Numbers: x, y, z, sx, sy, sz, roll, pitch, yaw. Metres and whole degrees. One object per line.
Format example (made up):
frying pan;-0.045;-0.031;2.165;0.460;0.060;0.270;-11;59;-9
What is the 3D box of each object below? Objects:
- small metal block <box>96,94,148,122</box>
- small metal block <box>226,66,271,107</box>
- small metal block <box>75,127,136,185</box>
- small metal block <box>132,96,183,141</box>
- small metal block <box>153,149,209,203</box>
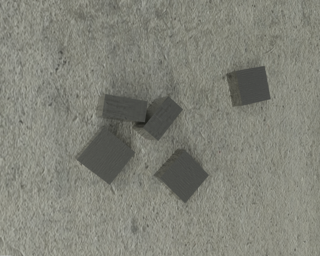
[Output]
small metal block;-0.048;-0.023;0.378;0.050;0.050;0.025;8;87;-20
small metal block;0.131;-0.061;0.457;0.050;0.025;0.050;-13;95;-20
small metal block;-0.068;0.034;0.384;0.050;0.025;0.050;42;77;-16
small metal block;-0.004;-0.012;0.394;0.025;0.050;0.050;42;77;-16
small metal block;0.029;0.064;0.420;0.050;0.025;0.050;47;76;-14
